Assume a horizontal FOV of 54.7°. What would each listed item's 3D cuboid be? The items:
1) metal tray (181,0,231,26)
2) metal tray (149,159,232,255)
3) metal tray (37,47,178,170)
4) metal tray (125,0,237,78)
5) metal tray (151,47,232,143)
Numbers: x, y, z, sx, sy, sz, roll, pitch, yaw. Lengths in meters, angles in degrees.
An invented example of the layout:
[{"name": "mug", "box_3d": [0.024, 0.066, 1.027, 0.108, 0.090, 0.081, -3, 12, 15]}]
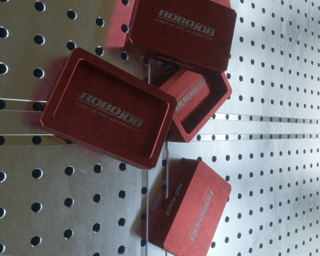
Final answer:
[{"name": "metal tray", "box_3d": [0.060, -0.202, 0.458, 0.091, 0.030, 0.129, -27, 107, -37]}, {"name": "metal tray", "box_3d": [0.049, 0.122, 0.449, 0.090, 0.030, 0.130, 41, 65, -33]}, {"name": "metal tray", "box_3d": [-0.053, -0.017, 0.342, 0.131, 0.030, 0.090, 25, 74, -23]}, {"name": "metal tray", "box_3d": [0.029, -0.127, 0.400, 0.131, 0.030, 0.090, 14, 80, -16]}, {"name": "metal tray", "box_3d": [0.045, -0.052, 0.445, 0.131, 0.030, 0.090, -46, 118, -31]}]
